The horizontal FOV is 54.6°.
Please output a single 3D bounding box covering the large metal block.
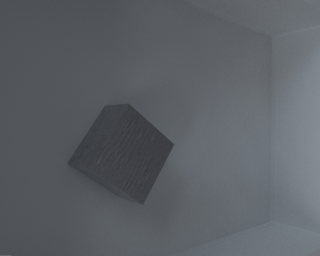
[{"bbox_3d":[-0.042,0.029,0.354,0.080,0.050,0.080,43,64,-32],"label":"large metal block"}]
